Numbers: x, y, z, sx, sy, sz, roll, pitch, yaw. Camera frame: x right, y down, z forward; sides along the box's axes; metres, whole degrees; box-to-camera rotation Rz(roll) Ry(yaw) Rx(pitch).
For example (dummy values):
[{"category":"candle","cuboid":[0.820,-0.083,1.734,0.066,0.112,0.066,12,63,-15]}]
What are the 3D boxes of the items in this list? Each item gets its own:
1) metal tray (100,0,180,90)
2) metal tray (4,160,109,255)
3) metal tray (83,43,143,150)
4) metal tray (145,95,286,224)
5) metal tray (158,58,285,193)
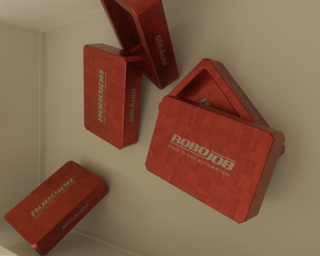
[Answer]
[{"category":"metal tray","cuboid":[-0.025,-0.113,0.363,0.030,0.130,0.090,-38,61,-9]},{"category":"metal tray","cuboid":[-0.154,0.114,0.469,0.090,0.131,0.030,19,140,38]},{"category":"metal tray","cuboid":[-0.069,-0.046,0.437,0.090,0.030,0.129,26,122,36]},{"category":"metal tray","cuboid":[0.049,0.026,0.322,0.130,0.030,0.089,24,105,37]},{"category":"metal tray","cuboid":[0.063,-0.002,0.350,0.090,0.030,0.130,-44,64,30]}]
